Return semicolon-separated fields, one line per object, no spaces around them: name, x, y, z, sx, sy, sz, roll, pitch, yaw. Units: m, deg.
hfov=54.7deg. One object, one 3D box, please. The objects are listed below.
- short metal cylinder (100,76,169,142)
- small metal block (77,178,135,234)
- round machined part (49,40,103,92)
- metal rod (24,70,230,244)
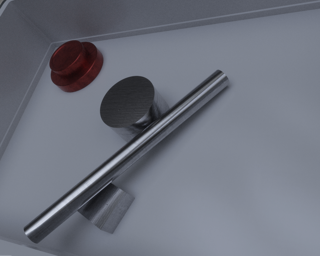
short metal cylinder;-0.033;-0.023;0.420;0.080;0.050;0.080;-13;56;20
small metal block;-0.068;0.093;0.382;0.050;0.025;0.050;23;74;36
round machined part;-0.153;-0.115;0.543;0.098;0.042;0.098;-13;56;20
metal rod;-0.033;0.029;0.380;0.301;0.025;0.025;-39;51;-9
